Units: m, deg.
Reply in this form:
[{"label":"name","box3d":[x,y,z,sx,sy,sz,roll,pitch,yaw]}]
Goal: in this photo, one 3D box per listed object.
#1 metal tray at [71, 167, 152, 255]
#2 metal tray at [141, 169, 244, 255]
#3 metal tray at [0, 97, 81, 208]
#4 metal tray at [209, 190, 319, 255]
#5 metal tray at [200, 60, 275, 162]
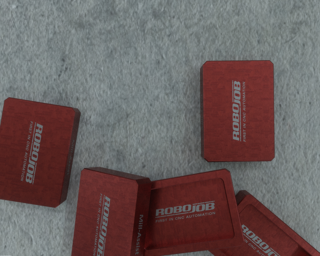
[{"label":"metal tray","box3d":[-0.062,0.120,0.385,0.090,0.030,0.129,7,90,31]},{"label":"metal tray","box3d":[0.031,0.106,0.387,0.130,0.030,0.090,-12,81,11]},{"label":"metal tray","box3d":[-0.162,0.031,0.405,0.091,0.030,0.129,9,90,-1]},{"label":"metal tray","box3d":[0.133,0.157,0.409,0.130,0.030,0.090,41,90,-1]},{"label":"metal tray","box3d":[0.101,-0.022,0.409,0.091,0.030,0.129,-1,90,-1]}]
